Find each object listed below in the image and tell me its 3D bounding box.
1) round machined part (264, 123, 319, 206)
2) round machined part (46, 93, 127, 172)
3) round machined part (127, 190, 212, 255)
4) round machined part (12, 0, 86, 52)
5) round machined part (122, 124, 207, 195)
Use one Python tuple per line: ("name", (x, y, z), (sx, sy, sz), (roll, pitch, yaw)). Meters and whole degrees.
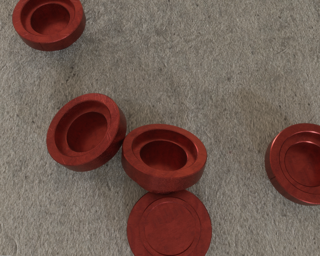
("round machined part", (0.178, 0.047, 0.383), (0.099, 0.042, 0.098), (0, 70, 0))
("round machined part", (-0.086, 0.009, 0.384), (0.098, 0.042, 0.098), (-9, 59, 16))
("round machined part", (0.011, 0.116, 0.357), (0.099, 0.042, 0.098), (0, 70, 0))
("round machined part", (-0.158, -0.153, 0.454), (0.099, 0.042, 0.098), (0, 70, 0))
("round machined part", (0.004, 0.040, 0.368), (0.099, 0.042, 0.098), (6, 35, -4))
